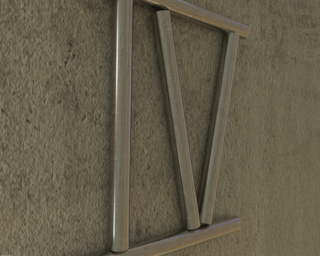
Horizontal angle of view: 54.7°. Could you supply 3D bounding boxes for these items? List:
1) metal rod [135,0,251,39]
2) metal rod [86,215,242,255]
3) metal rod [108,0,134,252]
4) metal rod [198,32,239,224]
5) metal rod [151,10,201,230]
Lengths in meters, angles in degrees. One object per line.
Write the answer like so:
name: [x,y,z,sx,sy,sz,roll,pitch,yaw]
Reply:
metal rod: [0.030,-0.167,0.433,0.302,0.025,0.025,1,89,-40]
metal rod: [0.011,0.156,0.417,0.302,0.025,0.025,1,89,-40]
metal rod: [-0.046,-0.008,0.368,0.025,0.025,0.298,2,89,-40]
metal rod: [0.091,-0.005,0.484,0.025,0.025,0.299,17,79,-39]
metal rod: [0.024,-0.005,0.427,0.025,0.025,0.298,-15,100,-39]
